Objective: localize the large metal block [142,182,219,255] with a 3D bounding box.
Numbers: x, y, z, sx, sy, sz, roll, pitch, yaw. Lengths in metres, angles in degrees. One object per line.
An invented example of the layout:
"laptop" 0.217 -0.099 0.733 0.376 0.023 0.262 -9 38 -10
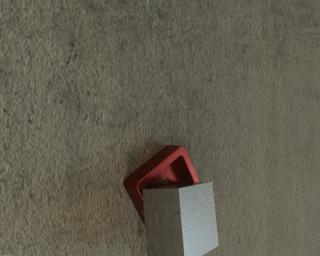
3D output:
"large metal block" 0.027 0.110 0.375 0.080 0.050 0.080 5 78 -54

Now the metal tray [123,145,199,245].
"metal tray" 0.017 0.099 0.415 0.091 0.030 0.129 -37 113 -34
